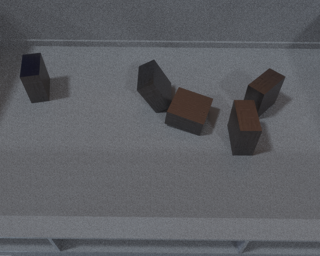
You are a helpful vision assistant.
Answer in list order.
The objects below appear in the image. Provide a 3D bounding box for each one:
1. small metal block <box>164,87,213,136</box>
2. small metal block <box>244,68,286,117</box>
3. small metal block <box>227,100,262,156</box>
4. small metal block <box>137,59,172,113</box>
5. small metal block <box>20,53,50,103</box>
[{"bbox_3d":[0.040,-0.023,0.421,0.050,0.025,0.050,20,53,7],"label":"small metal block"},{"bbox_3d":[0.142,-0.047,0.429,0.050,0.050,0.025,-36,59,-26],"label":"small metal block"},{"bbox_3d":[0.105,0.000,0.389,0.025,0.050,0.050,0,50,0],"label":"small metal block"},{"bbox_3d":[-0.007,-0.058,0.434,0.025,0.050,0.050,-20,46,22],"label":"small metal block"},{"bbox_3d":[-0.179,-0.072,0.448,0.025,0.050,0.050,-9,51,-7],"label":"small metal block"}]
